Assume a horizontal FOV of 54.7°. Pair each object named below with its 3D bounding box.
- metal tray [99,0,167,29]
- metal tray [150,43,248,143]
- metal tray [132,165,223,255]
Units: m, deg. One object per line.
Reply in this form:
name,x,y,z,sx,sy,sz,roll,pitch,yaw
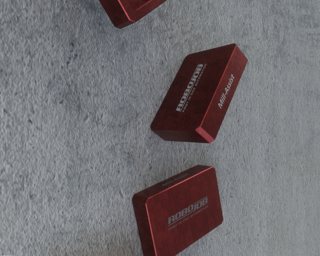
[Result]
metal tray,-0.042,-0.184,0.325,0.090,0.030,0.130,-46,118,-30
metal tray,0.050,-0.044,0.403,0.030,0.090,0.130,40,66,-33
metal tray,0.030,0.113,0.426,0.131,0.030,0.089,-18,101,-39
